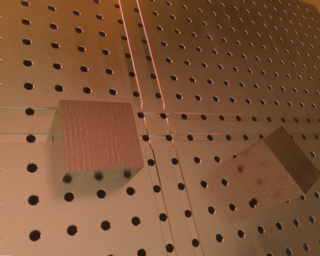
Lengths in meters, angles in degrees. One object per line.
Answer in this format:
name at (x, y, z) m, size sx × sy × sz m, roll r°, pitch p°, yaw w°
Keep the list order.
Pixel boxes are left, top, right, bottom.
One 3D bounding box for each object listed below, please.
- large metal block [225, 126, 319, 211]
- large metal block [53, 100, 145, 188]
large metal block at (0.151, 0.056, 0.422) m, size 0.050 × 0.080 × 0.080 m, roll -28°, pitch 77°, yaw -38°
large metal block at (-0.071, 0.017, 0.344) m, size 0.081 × 0.050 × 0.080 m, roll 0°, pitch 62°, yaw -28°
